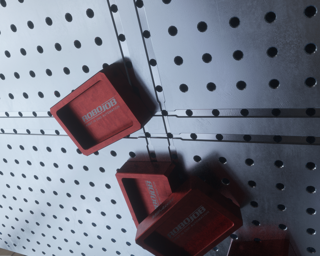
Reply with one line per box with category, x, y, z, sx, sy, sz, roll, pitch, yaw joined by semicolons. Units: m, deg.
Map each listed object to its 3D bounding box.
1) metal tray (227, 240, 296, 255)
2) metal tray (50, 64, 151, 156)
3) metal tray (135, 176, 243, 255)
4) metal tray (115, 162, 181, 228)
metal tray;0.167;0.226;0.460;0.090;0.030;0.130;-18;109;34
metal tray;-0.087;-0.021;0.438;0.130;0.030;0.090;-26;105;36
metal tray;0.039;0.137;0.437;0.090;0.030;0.129;37;113;-13
metal tray;-0.006;0.114;0.480;0.090;0.030;0.129;-3;117;29
